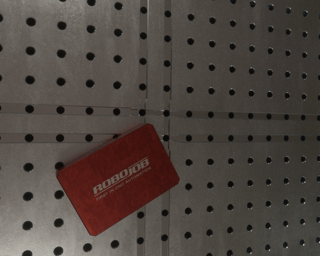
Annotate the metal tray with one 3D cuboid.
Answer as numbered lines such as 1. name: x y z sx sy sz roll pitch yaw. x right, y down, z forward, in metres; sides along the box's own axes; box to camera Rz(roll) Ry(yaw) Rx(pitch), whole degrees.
1. metal tray: -0.051 0.061 0.392 0.131 0.030 0.090 -29 100 -18
